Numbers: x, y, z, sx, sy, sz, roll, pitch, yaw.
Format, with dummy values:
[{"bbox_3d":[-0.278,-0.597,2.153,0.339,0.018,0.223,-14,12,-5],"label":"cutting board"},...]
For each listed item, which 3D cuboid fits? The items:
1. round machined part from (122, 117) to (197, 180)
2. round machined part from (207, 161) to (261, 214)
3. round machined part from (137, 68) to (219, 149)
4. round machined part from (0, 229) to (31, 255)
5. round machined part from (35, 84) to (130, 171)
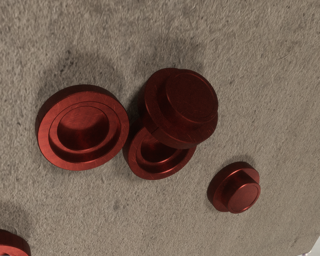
[{"bbox_3d":[-0.003,0.017,0.406,0.099,0.042,0.097,-14,125,-21],"label":"round machined part"},{"bbox_3d":[0.135,0.110,0.541,0.099,0.042,0.097,-14,125,-21],"label":"round machined part"},{"bbox_3d":[0.027,-0.028,0.356,0.099,0.098,0.042,1,157,-29],"label":"round machined part"},{"bbox_3d":[-0.213,0.164,0.382,0.099,0.042,0.097,-14,125,-21],"label":"round machined part"},{"bbox_3d":[-0.088,-0.004,0.347,0.099,0.042,0.097,-14,125,-21],"label":"round machined part"}]
